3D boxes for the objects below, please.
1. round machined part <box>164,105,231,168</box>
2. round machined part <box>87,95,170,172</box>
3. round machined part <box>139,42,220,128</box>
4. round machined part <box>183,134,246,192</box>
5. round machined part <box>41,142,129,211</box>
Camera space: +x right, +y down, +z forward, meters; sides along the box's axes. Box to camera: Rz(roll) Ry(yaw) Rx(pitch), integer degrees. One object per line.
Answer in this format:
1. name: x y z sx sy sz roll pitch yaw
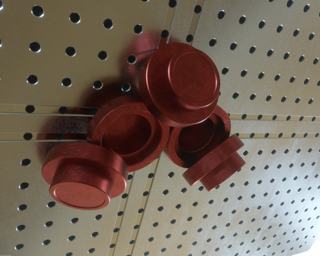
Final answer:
1. round machined part: 0.045 0.004 0.429 0.099 0.042 0.097 -14 125 -21
2. round machined part: -0.041 0.004 0.380 0.099 0.042 0.097 -14 125 -21
3. round machined part: 0.029 -0.052 0.352 0.099 0.042 0.098 6 78 -28
4. round machined part: 0.084 0.055 0.447 0.098 0.042 0.098 -36 167 -9
5. round machined part: -0.088 0.062 0.361 0.099 0.042 0.097 3 140 3
